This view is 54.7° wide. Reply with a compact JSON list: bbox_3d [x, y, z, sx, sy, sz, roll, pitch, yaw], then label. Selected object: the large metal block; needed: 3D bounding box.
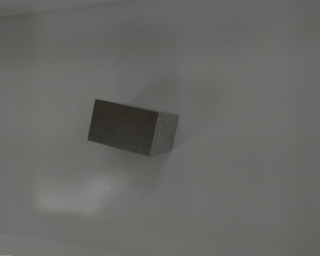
[{"bbox_3d":[-0.030,-0.001,0.388,0.080,0.080,0.050,13,95,19],"label":"large metal block"}]
